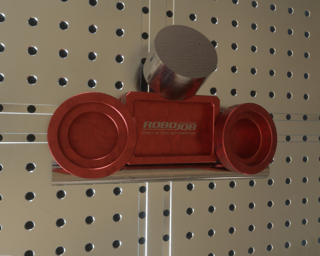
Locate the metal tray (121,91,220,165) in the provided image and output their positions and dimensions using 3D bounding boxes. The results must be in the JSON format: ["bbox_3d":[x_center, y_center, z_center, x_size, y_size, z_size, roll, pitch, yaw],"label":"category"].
[{"bbox_3d":[0.015,0.001,0.411,0.131,0.030,0.089,1,90,-21],"label":"metal tray"}]

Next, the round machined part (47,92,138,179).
[{"bbox_3d":[-0.078,0.009,0.366,0.099,0.042,0.097,1,87,-12],"label":"round machined part"}]

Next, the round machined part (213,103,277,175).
[{"bbox_3d":[0.114,0.015,0.436,0.099,0.042,0.097,1,88,-28],"label":"round machined part"}]

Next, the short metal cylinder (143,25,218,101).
[{"bbox_3d":[0.024,-0.081,0.389,0.081,0.050,0.080,9,61,-16],"label":"short metal cylinder"}]

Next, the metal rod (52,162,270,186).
[{"bbox_3d":[0.015,0.059,0.414,0.302,0.025,0.025,2,90,-20],"label":"metal rod"}]
